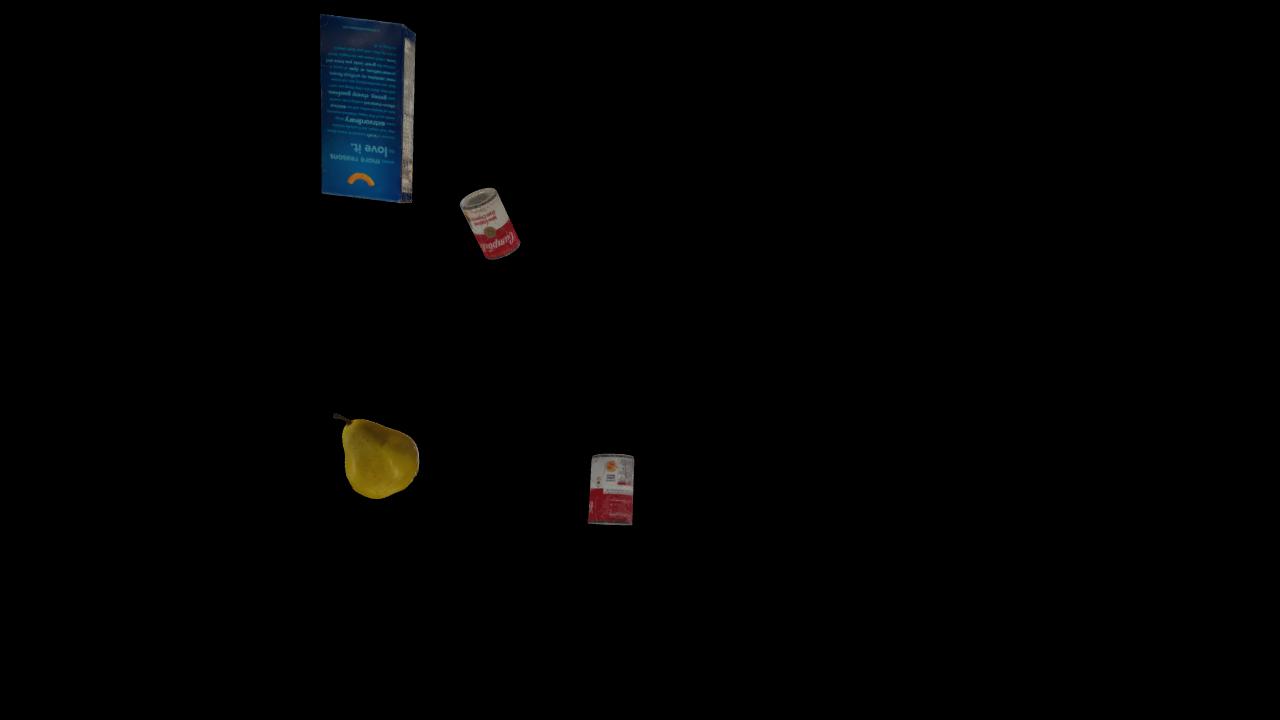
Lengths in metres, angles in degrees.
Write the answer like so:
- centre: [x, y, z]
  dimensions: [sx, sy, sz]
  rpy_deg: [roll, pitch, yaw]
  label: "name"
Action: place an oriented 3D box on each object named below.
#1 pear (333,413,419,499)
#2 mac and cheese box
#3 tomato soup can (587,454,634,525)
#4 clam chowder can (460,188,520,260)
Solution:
- centre: [-0.297, 0.097, 0.687]
  dimensions: [0.080, 0.111, 0.080]
  rpy_deg: [-13, 25, 6]
  label: "pear"
- centre: [-0.301, -0.273, 0.681]
  dimensions: [0.093, 0.184, 0.041]
  rpy_deg: [7, 13, 0]
  label: "mac and cheese box"
- centre: [-0.043, 0.195, 0.925]
  dimensions: [0.068, 0.101, 0.068]
  rpy_deg: [2, -16, 1]
  label: "tomato soup can"
- centre: [-0.255, -0.232, 1.048]
  dimensions: [0.068, 0.102, 0.068]
  rpy_deg: [-12, 38, 10]
  label: "clam chowder can"
